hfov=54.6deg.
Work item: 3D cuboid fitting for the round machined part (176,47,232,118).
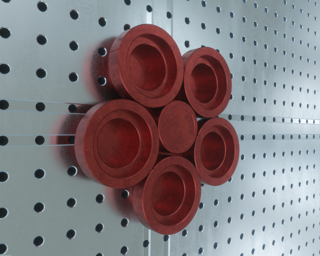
[{"bbox_3d":[0.055,-0.063,0.442,0.099,0.042,0.097,0,90,-40],"label":"round machined part"}]

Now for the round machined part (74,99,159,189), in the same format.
[{"bbox_3d":[-0.052,0.017,0.353,0.099,0.042,0.097,0,90,-40],"label":"round machined part"}]

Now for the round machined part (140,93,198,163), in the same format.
[{"bbox_3d":[0.011,-0.001,0.406,0.099,0.042,0.097,0,90,-40],"label":"round machined part"}]

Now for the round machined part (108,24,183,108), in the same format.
[{"bbox_3d":[-0.021,-0.073,0.379,0.099,0.042,0.097,0,90,-40],"label":"round machined part"}]

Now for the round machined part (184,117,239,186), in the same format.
[{"bbox_3d":[0.070,0.033,0.455,0.099,0.042,0.097,0,90,-40],"label":"round machined part"}]

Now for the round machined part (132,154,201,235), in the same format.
[{"bbox_3d":[0.004,0.083,0.400,0.099,0.042,0.097,0,90,-40],"label":"round machined part"}]
